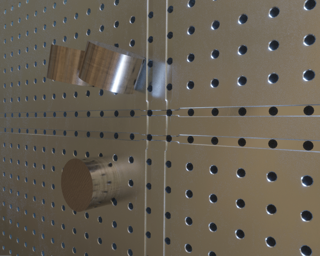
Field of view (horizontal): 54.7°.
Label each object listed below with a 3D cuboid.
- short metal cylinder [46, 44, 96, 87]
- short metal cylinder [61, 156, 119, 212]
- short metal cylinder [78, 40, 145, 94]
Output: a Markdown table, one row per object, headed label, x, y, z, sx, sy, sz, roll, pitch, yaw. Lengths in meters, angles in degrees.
| label | x | y | z | sx | sy | sz | roll | pitch | yaw |
| --- | --- | --- | --- | --- | --- | --- | --- | --- | --- |
| short metal cylinder | -0.131 | -0.096 | 0.482 | 0.080 | 0.081 | 0.050 | 20 | 103 | 38 |
| short metal cylinder | -0.110 | 0.085 | 0.484 | 0.080 | 0.050 | 0.079 | 0 | 90 | 40 |
| short metal cylinder | -0.066 | -0.084 | 0.429 | 0.080 | 0.081 | 0.050 | 31 | 110 | 35 |
